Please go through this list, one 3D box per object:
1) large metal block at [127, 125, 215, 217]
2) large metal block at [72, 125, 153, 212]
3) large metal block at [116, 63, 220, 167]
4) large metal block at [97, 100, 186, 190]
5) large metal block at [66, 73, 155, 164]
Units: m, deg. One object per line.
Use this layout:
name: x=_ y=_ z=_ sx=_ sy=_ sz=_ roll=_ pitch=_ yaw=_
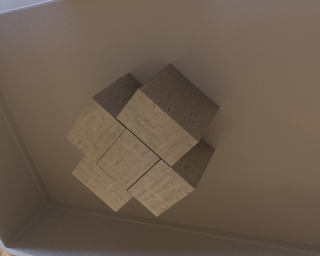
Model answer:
large metal block: x=0.015 y=0.054 z=0.397 sx=0.050 sy=0.080 sz=0.080 roll=42 pitch=129 yaw=-1
large metal block: x=-0.060 y=0.055 z=0.436 sx=0.080 sy=0.080 sz=0.050 roll=42 pitch=129 yaw=-1
large metal block: x=0.012 y=-0.017 z=0.354 sx=0.080 sy=0.080 sz=0.050 roll=42 pitch=129 yaw=-1
large metal block: x=-0.023 y=0.020 z=0.395 sx=0.050 sy=0.080 sz=0.080 roll=42 pitch=129 yaw=-1
large metal block: x=-0.061 y=-0.013 z=0.394 sx=0.050 sy=0.080 sz=0.080 roll=42 pitch=129 yaw=-1
